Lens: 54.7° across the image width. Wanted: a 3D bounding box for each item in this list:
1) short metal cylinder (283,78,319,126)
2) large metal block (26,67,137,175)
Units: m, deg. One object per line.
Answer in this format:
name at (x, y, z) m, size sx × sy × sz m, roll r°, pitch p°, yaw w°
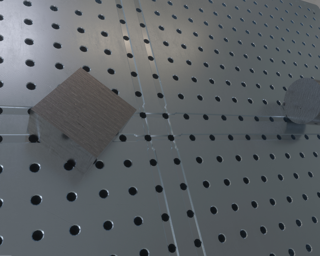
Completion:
short metal cylinder at (0.267, -0.045, 0.544) m, size 0.050 × 0.080 × 0.080 m, roll 4°, pitch 60°, yaw -26°
large metal block at (-0.087, -0.008, 0.350) m, size 0.080 × 0.050 × 0.080 m, roll 38°, pitch 51°, yaw -3°
